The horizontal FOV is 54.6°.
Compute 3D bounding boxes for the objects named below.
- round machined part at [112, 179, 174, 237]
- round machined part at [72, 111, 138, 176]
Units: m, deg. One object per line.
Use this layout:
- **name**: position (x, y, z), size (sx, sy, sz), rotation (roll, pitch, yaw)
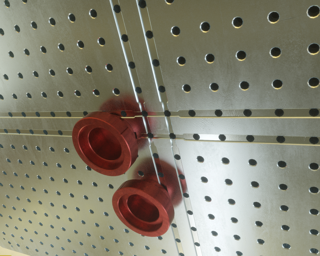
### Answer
- **round machined part**: position (-0.022, 0.119, 0.486), size (0.098, 0.042, 0.097), rotation (13, 124, 21)
- **round machined part**: position (-0.075, 0.019, 0.452), size (0.098, 0.042, 0.097), rotation (13, 124, 21)
